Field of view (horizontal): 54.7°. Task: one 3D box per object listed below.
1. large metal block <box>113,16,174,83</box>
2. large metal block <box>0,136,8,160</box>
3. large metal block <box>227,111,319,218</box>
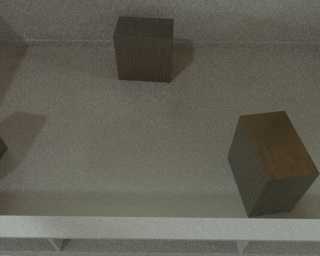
[{"bbox_3d":[-0.022,-0.117,0.467,0.080,0.080,0.050,4,50,3],"label":"large metal block"},{"bbox_3d":[-0.228,0.027,0.345,0.050,0.080,0.080,9,51,7],"label":"large metal block"},{"bbox_3d":[0.116,0.040,0.336,0.050,0.080,0.080,-6,50,-5],"label":"large metal block"}]
